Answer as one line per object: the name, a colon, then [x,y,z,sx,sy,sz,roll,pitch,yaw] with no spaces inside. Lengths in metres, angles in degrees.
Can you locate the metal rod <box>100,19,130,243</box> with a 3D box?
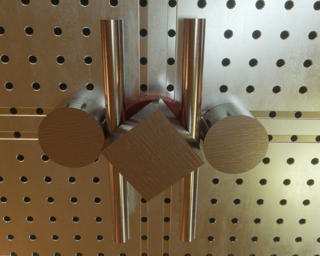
metal rod: [-0.055,0.019,0.397,0.025,0.025,0.298,0,110,0]

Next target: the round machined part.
round machined part: [-0.008,0.009,0.408,0.099,0.042,0.097,0,110,0]

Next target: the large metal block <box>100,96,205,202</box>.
large metal block: [-0.008,0.024,0.358,0.080,0.050,0.080,-36,106,12]

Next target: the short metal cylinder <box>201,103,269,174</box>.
short metal cylinder: [0.094,0.013,0.405,0.081,0.050,0.079,0,110,0]

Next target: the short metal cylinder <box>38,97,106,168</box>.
short metal cylinder: [-0.108,0.004,0.400,0.081,0.050,0.079,0,110,0]

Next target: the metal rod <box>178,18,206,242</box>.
metal rod: [0.039,0.017,0.398,0.025,0.025,0.298,0,110,0]
